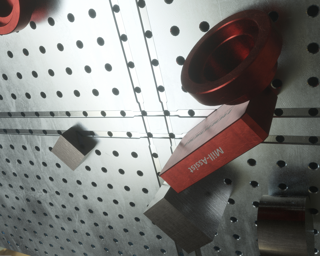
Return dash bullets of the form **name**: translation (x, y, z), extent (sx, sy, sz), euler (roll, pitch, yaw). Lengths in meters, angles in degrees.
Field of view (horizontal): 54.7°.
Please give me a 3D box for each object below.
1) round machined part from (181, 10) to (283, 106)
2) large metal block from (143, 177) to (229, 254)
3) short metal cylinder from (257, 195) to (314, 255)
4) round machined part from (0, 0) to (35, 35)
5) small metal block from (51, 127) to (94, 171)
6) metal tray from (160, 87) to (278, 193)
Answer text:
- **round machined part**: translation (0.071, -0.061, 0.296), extent (0.098, 0.098, 0.042), euler (-25, 130, 37)
- **large metal block**: translation (0.038, 0.106, 0.421), extent (0.080, 0.080, 0.050), euler (42, 129, -1)
- **short metal cylinder**: translation (0.152, 0.121, 0.370), extent (0.050, 0.080, 0.080), euler (-6, 116, 31)
- **round machined part**: translation (-0.203, -0.174, 0.399), extent (0.098, 0.042, 0.097), euler (13, 124, 21)
- **small metal block**: translation (-0.144, 0.035, 0.509), extent (0.050, 0.025, 0.050), euler (42, 129, -1)
- **metal tray**: translation (0.063, 0.010, 0.341), extent (0.030, 0.090, 0.129), euler (45, 129, -5)
